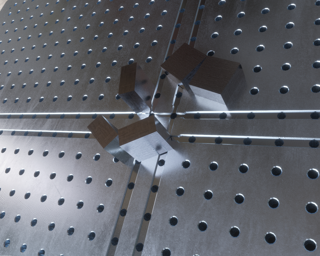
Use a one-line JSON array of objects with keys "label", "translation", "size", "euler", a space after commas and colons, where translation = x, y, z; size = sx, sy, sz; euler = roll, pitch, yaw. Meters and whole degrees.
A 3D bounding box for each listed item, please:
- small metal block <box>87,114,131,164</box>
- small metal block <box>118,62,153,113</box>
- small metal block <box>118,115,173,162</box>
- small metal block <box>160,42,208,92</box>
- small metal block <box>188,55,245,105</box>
[{"label": "small metal block", "translation": [-0.064, 0.015, 0.418], "size": [0.025, 0.050, 0.050], "euler": [-44, 51, -2]}, {"label": "small metal block", "translation": [-0.034, -0.057, 0.446], "size": [0.025, 0.050, 0.050], "euler": [-12, 57, 22]}, {"label": "small metal block", "translation": [-0.018, 0.015, 0.394], "size": [0.050, 0.050, 0.025], "euler": [-22, 54, 15]}, {"label": "small metal block", "translation": [0.037, -0.088, 0.443], "size": [0.050, 0.025, 0.050], "euler": [-44, 51, -3]}, {"label": "small metal block", "translation": [0.075, -0.064, 0.409], "size": [0.050, 0.025, 0.050], "euler": [24, 75, 36]}]
